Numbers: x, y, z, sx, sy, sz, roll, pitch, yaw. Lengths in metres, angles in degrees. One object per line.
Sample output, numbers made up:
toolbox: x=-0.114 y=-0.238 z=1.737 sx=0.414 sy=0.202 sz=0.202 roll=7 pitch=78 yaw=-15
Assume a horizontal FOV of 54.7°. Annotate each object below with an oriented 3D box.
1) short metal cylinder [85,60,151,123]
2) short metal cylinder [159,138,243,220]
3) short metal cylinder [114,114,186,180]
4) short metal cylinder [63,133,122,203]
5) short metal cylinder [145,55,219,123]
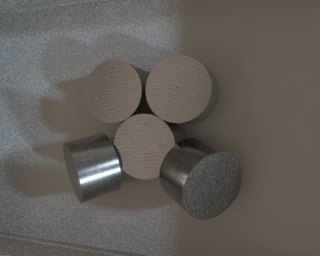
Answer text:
short metal cylinder: x=-0.051 y=-0.046 z=0.412 sx=0.080 sy=0.050 sz=0.079 roll=0 pitch=90 yaw=19
short metal cylinder: x=0.047 y=0.057 z=0.356 sx=0.050 sy=0.081 sz=0.080 roll=30 pitch=103 yaw=57
short metal cylinder: x=-0.011 y=0.022 z=0.397 sx=0.080 sy=0.050 sz=0.079 roll=0 pitch=90 yaw=19
short metal cylinder: x=-0.089 y=0.051 z=0.404 sx=0.050 sy=0.080 sz=0.080 roll=-16 pitch=83 yaw=-26
short metal cylinder: x=0.029 y=-0.046 z=0.385 sx=0.080 sy=0.050 sz=0.079 roll=0 pitch=90 yaw=19
